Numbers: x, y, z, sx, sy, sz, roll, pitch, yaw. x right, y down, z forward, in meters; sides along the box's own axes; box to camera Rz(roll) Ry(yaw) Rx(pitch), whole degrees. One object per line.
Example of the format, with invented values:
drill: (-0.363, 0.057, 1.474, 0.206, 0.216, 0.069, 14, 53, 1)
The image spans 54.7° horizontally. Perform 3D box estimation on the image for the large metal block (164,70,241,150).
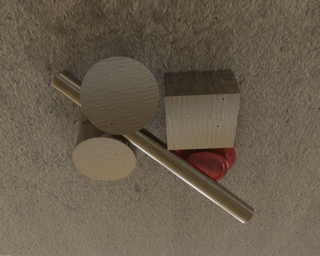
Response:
large metal block: (0.047, -0.021, 0.372, 0.080, 0.050, 0.079, -3, 130, 2)

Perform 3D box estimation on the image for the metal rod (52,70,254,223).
metal rod: (0.000, 0.030, 0.390, 0.301, 0.025, 0.025, 37, 122, -12)

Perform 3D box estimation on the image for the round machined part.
round machined part: (0.058, 0.044, 0.434, 0.099, 0.042, 0.097, 0, 130, 0)

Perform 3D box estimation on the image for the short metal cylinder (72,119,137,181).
short metal cylinder: (-0.071, 0.025, 0.414, 0.081, 0.050, 0.079, 0, 130, 0)

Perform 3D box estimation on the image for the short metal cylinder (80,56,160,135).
short metal cylinder: (-0.045, -0.034, 0.338, 0.081, 0.050, 0.079, -1, 92, -14)
